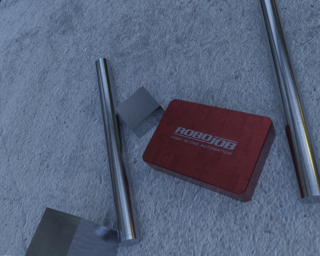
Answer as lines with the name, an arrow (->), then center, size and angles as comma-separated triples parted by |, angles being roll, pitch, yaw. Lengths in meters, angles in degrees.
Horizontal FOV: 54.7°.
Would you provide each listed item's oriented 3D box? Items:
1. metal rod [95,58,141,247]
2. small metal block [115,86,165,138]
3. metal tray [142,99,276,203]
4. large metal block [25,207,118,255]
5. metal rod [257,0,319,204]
metal rod -> -0.065, 0.010, 0.430 | 0.025, 0.025, 0.299 | -24, 53, 13
small metal block -> -0.026, -0.023, 0.430 | 0.050, 0.025, 0.050 | -40, 51, 0
metal tray -> 0.054, 0.020, 0.359 | 0.130, 0.030, 0.090 | 15, 69, 33
large metal block -> -0.094, 0.139, 0.331 | 0.050, 0.080, 0.080 | 5, 64, 30
metal rod -> 0.147, -0.062, 0.364 | 0.025, 0.025, 0.299 | -12, 57, 21
